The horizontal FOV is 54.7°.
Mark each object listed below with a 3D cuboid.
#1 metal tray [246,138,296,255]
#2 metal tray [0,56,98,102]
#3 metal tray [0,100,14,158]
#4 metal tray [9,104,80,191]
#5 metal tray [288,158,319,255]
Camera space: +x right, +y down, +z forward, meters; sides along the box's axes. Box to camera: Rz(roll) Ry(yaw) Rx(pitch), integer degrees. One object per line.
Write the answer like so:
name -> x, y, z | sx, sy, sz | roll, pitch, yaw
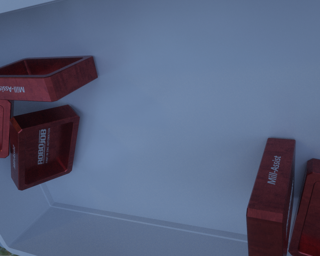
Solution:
metal tray -> 0.121, 0.080, 0.326 | 0.030, 0.131, 0.089 | 4, 120, 26
metal tray -> -0.161, -0.067, 0.409 | 0.130, 0.090, 0.030 | 5, 119, 26
metal tray -> -0.278, -0.007, 0.430 | 0.131, 0.030, 0.089 | 5, 109, -19
metal tray -> -0.178, 0.031, 0.476 | 0.030, 0.091, 0.129 | 45, 134, 29
metal tray -> 0.207, 0.105, 0.356 | 0.090, 0.030, 0.129 | 11, 120, 22
